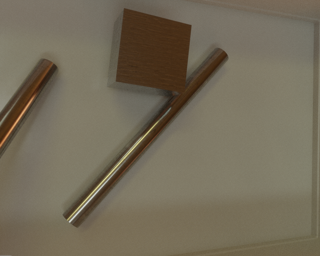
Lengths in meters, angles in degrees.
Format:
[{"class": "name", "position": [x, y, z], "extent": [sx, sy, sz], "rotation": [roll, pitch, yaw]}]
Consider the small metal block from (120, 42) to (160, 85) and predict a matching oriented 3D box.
[{"class": "small metal block", "position": [-0.028, -0.082, 0.401], "extent": [0.050, 0.025, 0.050], "rotation": [-2, 91, -20]}]

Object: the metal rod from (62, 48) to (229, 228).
[{"class": "metal rod", "position": [-0.010, 0.003, 0.407], "extent": [0.025, 0.025, 0.301], "rotation": [46, 76, -15]}]

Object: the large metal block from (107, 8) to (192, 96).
[{"class": "large metal block", "position": [-0.014, -0.084, 0.366], "extent": [0.081, 0.050, 0.080], "rotation": [7, 88, -20]}]

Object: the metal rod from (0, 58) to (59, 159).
[{"class": "metal rod", "position": [-0.177, 0.048, 0.287], "extent": [0.025, 0.025, 0.300], "rotation": [32, 57, -18]}]
